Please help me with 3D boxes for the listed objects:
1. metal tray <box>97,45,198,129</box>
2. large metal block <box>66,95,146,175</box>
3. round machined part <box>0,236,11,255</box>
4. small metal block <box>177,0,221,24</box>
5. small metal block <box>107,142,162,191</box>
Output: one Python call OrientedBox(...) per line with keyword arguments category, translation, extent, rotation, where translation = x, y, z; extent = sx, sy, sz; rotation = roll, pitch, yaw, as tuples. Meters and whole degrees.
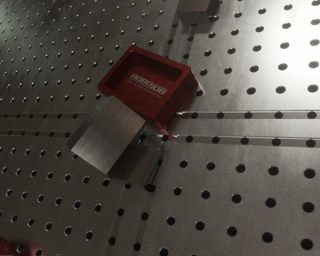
OrientedBox(category="metal tray", translation=(-0.021, -0.064, 0.454), extent=(0.130, 0.030, 0.090), rotation=(31, 78, 37))
OrientedBox(category="large metal block", translation=(-0.073, 0.007, 0.402), extent=(0.080, 0.050, 0.080), rotation=(-54, 18, -11))
OrientedBox(category="round machined part", translation=(-0.233, 0.188, 0.402), extent=(0.098, 0.042, 0.098), rotation=(-13, 56, 20))
OrientedBox(category="small metal block", translation=(0.062, -0.194, 0.494), extent=(0.050, 0.025, 0.050), rotation=(11, 67, 32))
OrientedBox(category="small metal block", translation=(-0.032, 0.048, 0.395), extent=(0.050, 0.025, 0.050), rotation=(9, 66, 31))
